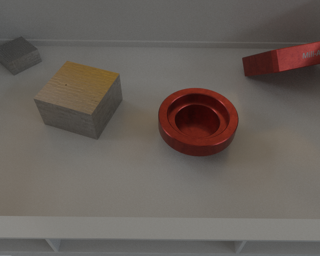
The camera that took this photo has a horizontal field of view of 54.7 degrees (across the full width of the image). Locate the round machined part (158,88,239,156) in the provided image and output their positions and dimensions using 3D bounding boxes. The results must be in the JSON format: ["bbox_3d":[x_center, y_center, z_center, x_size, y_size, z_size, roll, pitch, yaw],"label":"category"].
[{"bbox_3d":[0.047,-0.003,0.397,0.099,0.042,0.098,0,50,0],"label":"round machined part"}]

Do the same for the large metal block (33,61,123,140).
[{"bbox_3d":[-0.106,-0.039,0.420,0.080,0.050,0.080,16,52,12],"label":"large metal block"}]

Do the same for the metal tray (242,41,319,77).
[{"bbox_3d":[0.202,-0.105,0.457,0.131,0.030,0.090,-13,8,-11],"label":"metal tray"}]

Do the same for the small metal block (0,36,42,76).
[{"bbox_3d":[-0.230,-0.117,0.501,0.050,0.025,0.050,37,59,26],"label":"small metal block"}]
